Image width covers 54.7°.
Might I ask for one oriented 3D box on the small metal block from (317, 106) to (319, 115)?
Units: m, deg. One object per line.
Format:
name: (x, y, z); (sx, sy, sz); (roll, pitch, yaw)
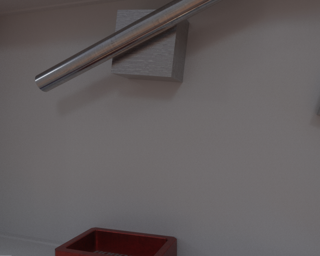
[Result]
small metal block: (0.208, -0.031, 0.338); (0.050, 0.025, 0.050); (19, 96, 18)

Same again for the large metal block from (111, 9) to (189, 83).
large metal block: (-0.012, -0.104, 0.400); (0.080, 0.050, 0.079); (7, 92, 19)

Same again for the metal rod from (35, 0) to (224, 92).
metal rod: (-0.024, -0.114, 0.364); (0.300, 0.025, 0.025); (-22, 83, 18)

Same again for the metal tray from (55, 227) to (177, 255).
metal tray: (-0.053, 0.161, 0.393); (0.130, 0.090, 0.030); (0, 90, 19)
